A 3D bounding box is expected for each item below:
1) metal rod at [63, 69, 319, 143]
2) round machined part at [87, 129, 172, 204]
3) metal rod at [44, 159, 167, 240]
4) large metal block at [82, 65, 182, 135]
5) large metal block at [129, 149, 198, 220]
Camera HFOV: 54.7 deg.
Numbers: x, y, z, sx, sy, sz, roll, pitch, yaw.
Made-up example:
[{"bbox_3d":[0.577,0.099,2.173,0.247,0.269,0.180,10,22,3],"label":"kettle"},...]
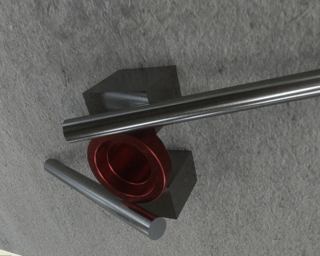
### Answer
[{"bbox_3d":[0.053,-0.024,0.295,0.301,0.025,0.025,-11,115,8],"label":"metal rod"},{"bbox_3d":[-0.031,0.036,0.358,0.098,0.042,0.097,13,124,20],"label":"round machined part"},{"bbox_3d":[-0.099,0.087,0.440,0.300,0.025,0.025,12,127,49],"label":"metal rod"},{"bbox_3d":[-0.028,-0.035,0.365,0.080,0.080,0.050,1,119,27],"label":"large metal block"},{"bbox_3d":[-0.004,0.070,0.417,0.080,0.080,0.050,1,119,27],"label":"large metal block"}]
